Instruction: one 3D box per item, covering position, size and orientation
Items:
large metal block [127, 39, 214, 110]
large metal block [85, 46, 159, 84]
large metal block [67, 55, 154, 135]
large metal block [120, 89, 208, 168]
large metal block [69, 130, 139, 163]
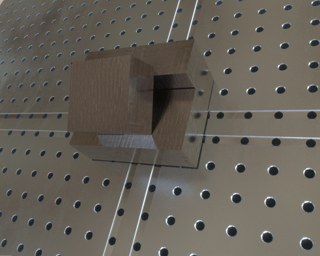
[{"bbox_3d":[0.016,-0.064,0.402,0.080,0.080,0.050,1,62,28],"label":"large metal block"},{"bbox_3d":[-0.055,-0.066,0.439,0.080,0.080,0.050,1,62,28],"label":"large metal block"},{"bbox_3d":[-0.056,-0.034,0.355,0.080,0.050,0.080,0,86,28],"label":"large metal block"},{"bbox_3d":[0.007,0.000,0.384,0.080,0.050,0.080,1,62,28],"label":"large metal block"},{"bbox_3d":[-0.064,-0.001,0.422,0.080,0.050,0.080,1,62,28],"label":"large metal block"}]
